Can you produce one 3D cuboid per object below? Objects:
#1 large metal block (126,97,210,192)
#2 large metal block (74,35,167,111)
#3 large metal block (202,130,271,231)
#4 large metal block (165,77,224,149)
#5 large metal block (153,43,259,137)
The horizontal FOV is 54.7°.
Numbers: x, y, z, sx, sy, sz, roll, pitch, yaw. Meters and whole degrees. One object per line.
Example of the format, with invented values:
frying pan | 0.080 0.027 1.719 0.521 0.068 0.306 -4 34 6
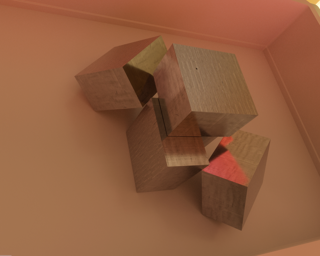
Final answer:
large metal block | 0.004 0.021 0.358 0.050 0.080 0.080 1 61 -28
large metal block | -0.040 -0.066 0.377 0.080 0.080 0.050 -51 127 -39
large metal block | 0.090 0.059 0.371 0.050 0.080 0.080 18 45 26
large metal block | 0.041 -0.022 0.402 0.050 0.080 0.080 1 61 -28
large metal block | 0.046 -0.038 0.332 0.081 0.050 0.080 2 61 -27
